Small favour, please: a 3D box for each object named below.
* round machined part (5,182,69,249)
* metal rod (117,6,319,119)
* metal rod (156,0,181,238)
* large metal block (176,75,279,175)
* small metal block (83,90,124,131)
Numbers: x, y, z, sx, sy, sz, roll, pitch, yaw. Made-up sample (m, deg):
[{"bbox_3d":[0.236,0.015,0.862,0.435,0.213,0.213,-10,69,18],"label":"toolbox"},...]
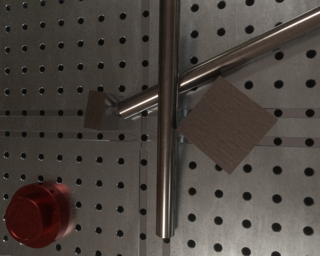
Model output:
[{"bbox_3d":[-0.192,0.134,0.469,0.098,0.042,0.097,0,90,19],"label":"round machined part"},{"bbox_3d":[0.079,-0.081,0.384,0.300,0.025,0.025,-23,83,18],"label":"metal rod"},{"bbox_3d":[0.009,-0.008,0.387,0.025,0.025,0.298,4,99,19],"label":"metal rod"},{"bbox_3d":[0.081,-0.004,0.370,0.080,0.050,0.080,41,103,15],"label":"large metal block"},{"bbox_3d":[-0.076,-0.023,0.425,0.025,0.050,0.050,11,94,19],"label":"small metal block"}]
